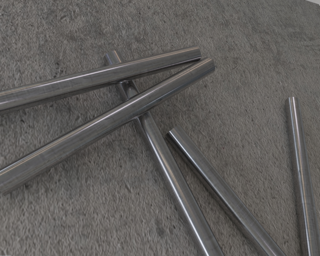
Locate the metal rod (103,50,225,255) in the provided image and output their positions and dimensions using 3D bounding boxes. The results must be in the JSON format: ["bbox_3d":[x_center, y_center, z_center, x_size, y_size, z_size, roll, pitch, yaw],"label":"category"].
[{"bbox_3d":[-0.001,0.029,0.385,0.025,0.025,0.299,-16,70,-34],"label":"metal rod"}]

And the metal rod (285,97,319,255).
[{"bbox_3d":[0.218,0.073,0.475,0.025,0.025,0.300,21,54,-16],"label":"metal rod"}]

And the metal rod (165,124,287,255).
[{"bbox_3d":[0.109,0.119,0.389,0.025,0.025,0.300,-32,80,-38],"label":"metal rod"}]

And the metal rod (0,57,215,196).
[{"bbox_3d":[-0.042,-0.017,0.364,0.302,0.025,0.025,-33,80,-30],"label":"metal rod"}]

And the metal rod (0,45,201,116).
[{"bbox_3d":[-0.075,-0.059,0.373,0.302,0.025,0.025,-20,73,-27],"label":"metal rod"}]
